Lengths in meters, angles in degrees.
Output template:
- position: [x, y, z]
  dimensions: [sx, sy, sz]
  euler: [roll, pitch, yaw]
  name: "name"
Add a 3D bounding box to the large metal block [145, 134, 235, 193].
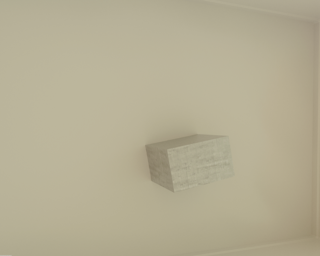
- position: [0.035, 0.041, 0.396]
  dimensions: [0.081, 0.080, 0.050]
  euler: [-11, 94, -20]
  name: "large metal block"
